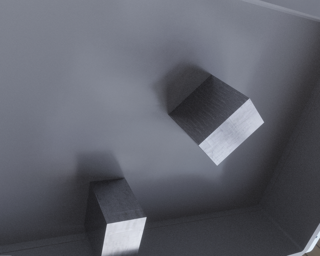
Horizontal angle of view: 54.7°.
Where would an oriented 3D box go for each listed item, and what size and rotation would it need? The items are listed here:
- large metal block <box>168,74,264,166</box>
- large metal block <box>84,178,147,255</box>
[{"bbox_3d":[0.071,-0.012,0.404,0.080,0.080,0.050,-43,129,1],"label":"large metal block"},{"bbox_3d":[-0.064,0.126,0.416,0.050,0.080,0.079,-1,119,-28],"label":"large metal block"}]
